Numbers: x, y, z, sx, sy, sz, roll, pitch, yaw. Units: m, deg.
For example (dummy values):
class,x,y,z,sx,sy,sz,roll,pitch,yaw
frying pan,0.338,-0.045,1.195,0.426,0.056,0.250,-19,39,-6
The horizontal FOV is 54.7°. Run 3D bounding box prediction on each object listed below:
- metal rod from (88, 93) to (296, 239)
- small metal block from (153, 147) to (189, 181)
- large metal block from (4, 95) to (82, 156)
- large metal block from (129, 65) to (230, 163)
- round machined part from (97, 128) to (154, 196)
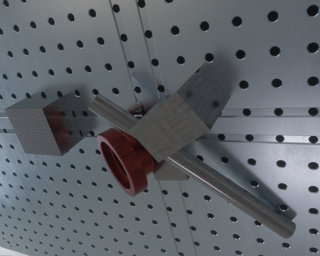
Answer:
class,x,y,z,sx,sy,sz,roll,pitch,yaw
metal rod,0.044,0.051,0.393,0.301,0.025,0.025,34,129,-5
small metal block,0.013,0.046,0.433,0.050,0.025,0.050,-6,116,30
large metal block,-0.181,-0.005,0.488,0.080,0.050,0.080,1,119,28
large metal block,0.024,-0.017,0.353,0.050,0.080,0.080,49,129,-6
round machined part,-0.044,0.042,0.431,0.098,0.042,0.097,45,153,32
